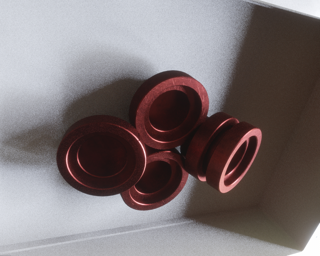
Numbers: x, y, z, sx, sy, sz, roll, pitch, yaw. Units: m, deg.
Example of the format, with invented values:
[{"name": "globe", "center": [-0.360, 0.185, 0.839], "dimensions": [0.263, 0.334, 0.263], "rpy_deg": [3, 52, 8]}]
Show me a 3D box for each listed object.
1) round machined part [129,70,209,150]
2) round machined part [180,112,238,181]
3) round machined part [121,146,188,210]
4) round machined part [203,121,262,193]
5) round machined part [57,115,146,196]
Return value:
[{"name": "round machined part", "center": [0.008, -0.025, 0.383], "dimensions": [0.099, 0.042, 0.097], "rpy_deg": [-14, 124, -21]}, {"name": "round machined part", "center": [0.066, 0.021, 0.431], "dimensions": [0.099, 0.042, 0.097], "rpy_deg": [-33, 139, -34]}, {"name": "round machined part", "center": [-0.013, 0.062, 0.426], "dimensions": [0.099, 0.042, 0.097], "rpy_deg": [-14, 124, -21]}, {"name": "round machined part", "center": [0.091, 0.034, 0.416], "dimensions": [0.099, 0.042, 0.097], "rpy_deg": [-33, 140, -34]}, {"name": "round machined part", "center": [-0.066, 0.028, 0.364], "dimensions": [0.099, 0.042, 0.097], "rpy_deg": [-2, 116, -4]}]
